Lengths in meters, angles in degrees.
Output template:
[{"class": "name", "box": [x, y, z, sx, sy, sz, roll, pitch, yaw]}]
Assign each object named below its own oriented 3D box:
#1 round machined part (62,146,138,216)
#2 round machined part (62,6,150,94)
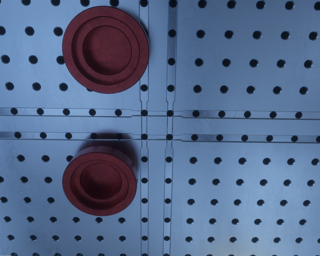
[{"class": "round machined part", "box": [-0.080, 0.069, 0.429, 0.099, 0.042, 0.097, 0, 110, 0]}, {"class": "round machined part", "box": [-0.061, -0.093, 0.370, 0.099, 0.042, 0.097, 0, 110, 0]}]
